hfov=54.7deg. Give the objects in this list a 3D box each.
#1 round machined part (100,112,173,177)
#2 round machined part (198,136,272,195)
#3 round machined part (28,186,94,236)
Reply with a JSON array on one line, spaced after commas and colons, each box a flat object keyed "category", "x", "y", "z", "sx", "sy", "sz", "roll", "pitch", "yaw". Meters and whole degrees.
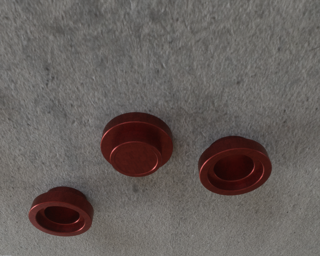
[{"category": "round machined part", "x": -0.032, "y": 0.029, "z": 0.421, "sx": 0.099, "sy": 0.042, "sz": 0.097, "roll": -1, "pitch": 130, "yaw": 0}, {"category": "round machined part", "x": 0.103, "y": 0.049, "z": 0.440, "sx": 0.099, "sy": 0.042, "sz": 0.097, "roll": -1, "pitch": 130, "yaw": 0}, {"category": "round machined part", "x": -0.158, "y": 0.133, "z": 0.507, "sx": 0.099, "sy": 0.042, "sz": 0.097, "roll": -1, "pitch": 130, "yaw": 0}]
